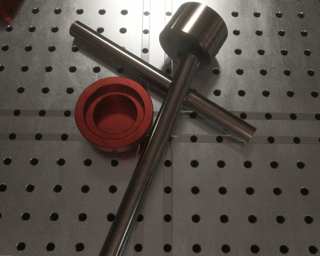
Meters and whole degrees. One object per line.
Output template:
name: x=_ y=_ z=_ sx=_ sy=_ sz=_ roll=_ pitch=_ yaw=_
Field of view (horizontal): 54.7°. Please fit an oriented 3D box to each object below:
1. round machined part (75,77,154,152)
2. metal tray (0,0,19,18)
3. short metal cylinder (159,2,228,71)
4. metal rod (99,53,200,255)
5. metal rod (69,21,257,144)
round machined part: x=-0.058 y=-0.015 z=0.407 sx=0.099 sy=0.042 sz=0.098 roll=0 pitch=70 yaw=-1
metal tray: x=-0.287 y=-0.234 z=0.491 sx=0.131 sy=0.030 sz=0.090 roll=17 pitch=71 yaw=5
short metal cylinder: x=0.046 y=-0.125 z=0.429 sx=0.080 sy=0.080 sz=0.050 roll=29 pitch=73 yaw=10
metal rod: x=-0.014 y=0.042 z=0.380 sx=0.025 sy=0.025 sz=0.299 roll=21 pitch=77 yaw=7
metal rod: x=-0.003 y=-0.069 z=0.436 sx=0.301 sy=0.025 sz=0.025 roll=33 pitch=73 yaw=11
